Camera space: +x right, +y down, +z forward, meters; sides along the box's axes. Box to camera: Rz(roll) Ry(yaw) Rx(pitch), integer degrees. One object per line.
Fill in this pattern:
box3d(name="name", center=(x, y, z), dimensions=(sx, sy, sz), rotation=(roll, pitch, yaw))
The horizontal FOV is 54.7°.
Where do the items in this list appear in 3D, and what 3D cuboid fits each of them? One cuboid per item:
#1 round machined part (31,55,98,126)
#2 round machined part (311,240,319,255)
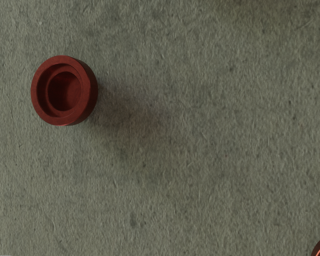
box3d(name="round machined part", center=(-0.132, -0.052, 0.445), dimensions=(0.098, 0.042, 0.097), rotation=(0, 90, 19))
box3d(name="round machined part", center=(0.211, 0.153, 0.326), dimensions=(0.098, 0.042, 0.097), rotation=(0, 90, 19))
